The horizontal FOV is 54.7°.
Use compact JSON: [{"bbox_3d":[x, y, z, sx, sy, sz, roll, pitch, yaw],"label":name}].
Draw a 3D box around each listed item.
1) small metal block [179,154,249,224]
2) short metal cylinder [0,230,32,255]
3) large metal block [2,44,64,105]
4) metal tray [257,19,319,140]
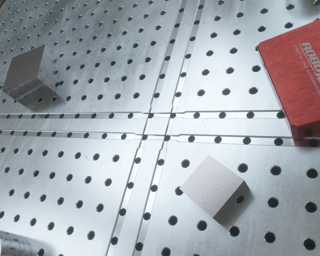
[{"bbox_3d":[0.059,0.066,0.337,0.050,0.025,0.050,-48,51,-6],"label":"small metal block"},{"bbox_3d":[-0.215,0.174,0.398,0.080,0.050,0.080,-13,56,21],"label":"short metal cylinder"},{"bbox_3d":[-0.234,-0.098,0.575,0.080,0.050,0.080,-14,56,20],"label":"large metal block"},{"bbox_3d":[0.174,-0.060,0.350,0.090,0.030,0.130,-19,54,17],"label":"metal tray"}]
